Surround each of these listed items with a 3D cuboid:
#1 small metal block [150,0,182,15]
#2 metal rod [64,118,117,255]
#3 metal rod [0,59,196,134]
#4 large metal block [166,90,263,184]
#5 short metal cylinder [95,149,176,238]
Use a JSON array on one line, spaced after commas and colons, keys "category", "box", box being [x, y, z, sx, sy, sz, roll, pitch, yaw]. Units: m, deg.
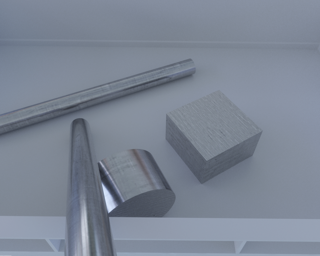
[{"category": "small metal block", "box": [0.013, -0.256, 0.623, 0.050, 0.025, 0.050, 18, 52, 14]}, {"category": "metal rod", "box": [-0.066, 0.034, 0.268, 0.025, 0.025, 0.300, -14, 17, -12]}, {"category": "metal rod", "box": [-0.087, -0.048, 0.444, 0.302, 0.025, 0.025, -20, 53, -16]}, {"category": "large metal block", "box": [0.063, 0.009, 0.382, 0.081, 0.050, 0.080, -25, 55, -20]}, {"category": "short metal cylinder", "box": [-0.032, 0.067, 0.313, 0.081, 0.080, 0.050, -20, 53, -17]}]
